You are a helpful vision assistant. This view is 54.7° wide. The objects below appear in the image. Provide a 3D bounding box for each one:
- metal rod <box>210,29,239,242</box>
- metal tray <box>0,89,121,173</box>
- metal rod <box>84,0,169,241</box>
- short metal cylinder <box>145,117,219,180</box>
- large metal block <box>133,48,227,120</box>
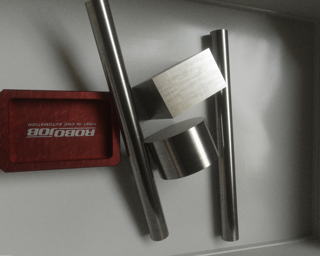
[{"bbox_3d":[0.093,0.011,0.446,0.025,0.025,0.298,-4,92,-20],"label":"metal rod"},{"bbox_3d":[-0.115,0.002,0.365,0.131,0.030,0.089,-1,91,-21],"label":"metal tray"},{"bbox_3d":[-0.034,0.003,0.371,0.025,0.025,0.298,-19,107,-19],"label":"metal rod"},{"bbox_3d":[0.028,0.024,0.393,0.081,0.080,0.050,-25,99,-19],"label":"short metal cylinder"},{"bbox_3d":[0.022,-0.052,0.390,0.080,0.080,0.050,-31,101,-18],"label":"large metal block"}]
